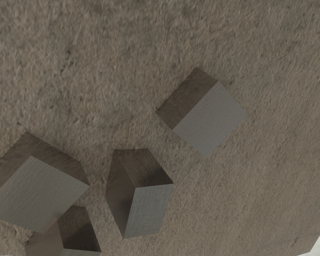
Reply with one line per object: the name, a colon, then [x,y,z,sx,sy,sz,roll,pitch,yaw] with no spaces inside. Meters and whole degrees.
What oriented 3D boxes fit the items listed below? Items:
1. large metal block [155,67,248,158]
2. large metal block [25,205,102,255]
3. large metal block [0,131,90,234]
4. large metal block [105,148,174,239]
large metal block: [0.055,-0.019,0.411,0.080,0.050,0.080,-48,130,5]
large metal block: [-0.128,0.156,0.399,0.050,0.080,0.080,25,105,-37]
large metal block: [-0.142,0.064,0.353,0.080,0.050,0.080,-46,130,4]
large metal block: [-0.031,0.083,0.407,0.050,0.080,0.079,0,119,-29]
